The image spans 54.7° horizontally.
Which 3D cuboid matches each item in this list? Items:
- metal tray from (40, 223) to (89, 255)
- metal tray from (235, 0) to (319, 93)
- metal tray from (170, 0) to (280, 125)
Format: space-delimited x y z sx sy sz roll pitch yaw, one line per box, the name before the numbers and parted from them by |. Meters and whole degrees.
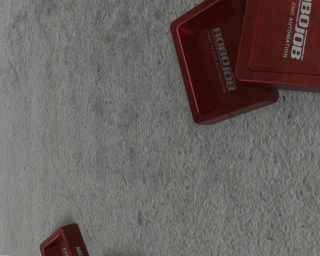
metal tray | -0.155 0.242 0.529 0.090 0.030 0.130 -42 65 32
metal tray | 0.124 -0.100 0.275 0.090 0.030 0.129 9 89 25
metal tray | 0.067 -0.077 0.345 0.090 0.030 0.129 -21 77 38
